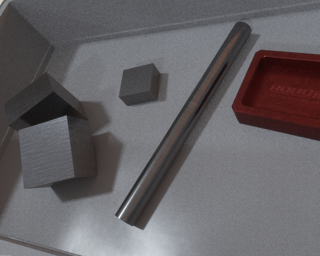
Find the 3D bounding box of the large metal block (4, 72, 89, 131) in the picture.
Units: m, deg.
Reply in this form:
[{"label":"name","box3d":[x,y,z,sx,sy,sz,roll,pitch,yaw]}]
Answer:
[{"label":"large metal block","box3d":[-0.172,-0.024,0.473,0.080,0.080,0.050,-37,51,4]}]

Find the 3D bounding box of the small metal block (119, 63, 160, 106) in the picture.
[{"label":"small metal block","box3d":[-0.030,-0.064,0.459,0.050,0.025,0.050,-9,58,23]}]

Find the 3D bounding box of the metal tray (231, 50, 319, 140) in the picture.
[{"label":"metal tray","box3d":[0.158,-0.038,0.342,0.130,0.030,0.090,15,69,33]}]

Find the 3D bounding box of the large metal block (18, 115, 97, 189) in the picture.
[{"label":"large metal block","box3d":[-0.139,0.035,0.423,0.080,0.050,0.080,-15,77,19]}]

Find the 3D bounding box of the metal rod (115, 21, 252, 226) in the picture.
[{"label":"metal rod","box3d":[0.037,-0.015,0.394,0.025,0.025,0.300,23,74,36]}]
